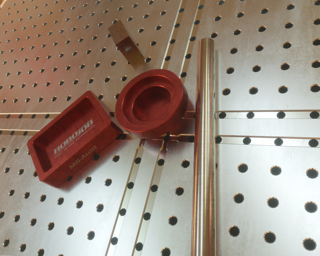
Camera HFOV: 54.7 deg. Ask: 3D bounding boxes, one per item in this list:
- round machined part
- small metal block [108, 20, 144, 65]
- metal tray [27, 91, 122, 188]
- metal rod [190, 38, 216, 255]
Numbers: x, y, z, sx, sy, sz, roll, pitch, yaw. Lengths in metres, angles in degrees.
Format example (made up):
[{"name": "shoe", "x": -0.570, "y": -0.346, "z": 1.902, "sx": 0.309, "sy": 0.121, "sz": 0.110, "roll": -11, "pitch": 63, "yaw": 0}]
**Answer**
[{"name": "round machined part", "x": -0.007, "y": -0.028, "z": 0.419, "sx": 0.098, "sy": 0.042, "sz": 0.098, "roll": -13, "pitch": 56, "yaw": 21}, {"name": "small metal block", "x": -0.056, "y": -0.140, "z": 0.508, "sx": 0.025, "sy": 0.050, "sz": 0.050, "roll": -32, "pitch": 52, "yaw": 8}, {"name": "metal tray", "x": -0.131, "y": 0.014, "z": 0.465, "sx": 0.130, "sy": 0.030, "sz": 0.090, "roll": -40, "pitch": 51, "yaw": 1}, {"name": "metal rod", "x": 0.054, "y": 0.009, "z": 0.373, "sx": 0.025, "sy": 0.025, "sz": 0.299, "roll": -9, "pitch": 58, "yaw": 24}]
